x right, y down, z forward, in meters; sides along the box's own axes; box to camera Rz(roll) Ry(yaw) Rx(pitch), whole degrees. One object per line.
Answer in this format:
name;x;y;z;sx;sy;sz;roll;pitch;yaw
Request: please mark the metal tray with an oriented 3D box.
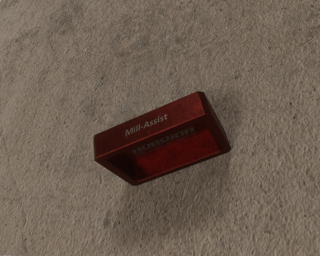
metal tray;0.004;0.018;0.347;0.130;0.090;0.030;-22;54;14
